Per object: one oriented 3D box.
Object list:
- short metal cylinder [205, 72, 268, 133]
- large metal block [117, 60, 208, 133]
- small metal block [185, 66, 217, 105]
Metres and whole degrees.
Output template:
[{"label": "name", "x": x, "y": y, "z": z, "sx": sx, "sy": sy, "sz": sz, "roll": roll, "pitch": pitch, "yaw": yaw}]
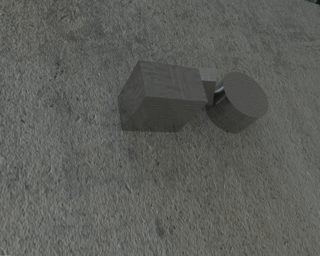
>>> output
[{"label": "short metal cylinder", "x": 0.116, "y": -0.038, "z": 0.474, "sx": 0.081, "sy": 0.050, "sz": 0.080, "roll": 14, "pitch": 56, "yaw": -21}, {"label": "large metal block", "x": 0.000, "y": -0.036, "z": 0.390, "sx": 0.081, "sy": 0.080, "sz": 0.050, "roll": 3, "pitch": 61, "yaw": -27}, {"label": "small metal block", "x": 0.052, "y": -0.060, "z": 0.442, "sx": 0.050, "sy": 0.050, "sz": 0.025, "roll": 5, "pitch": 56, "yaw": 6}]
